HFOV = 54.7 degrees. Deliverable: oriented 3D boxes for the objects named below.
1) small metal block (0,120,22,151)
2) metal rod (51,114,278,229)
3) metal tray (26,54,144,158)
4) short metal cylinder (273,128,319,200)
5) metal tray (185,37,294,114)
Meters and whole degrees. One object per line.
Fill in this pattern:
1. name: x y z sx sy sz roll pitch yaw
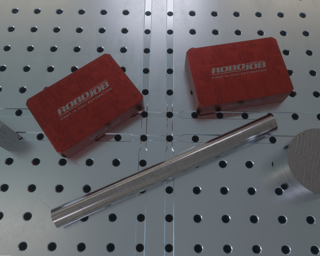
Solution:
1. small metal block: -0.215 -0.001 0.397 0.050 0.050 0.025 36 74 12
2. metal rod: 0.012 0.051 0.393 0.302 0.025 0.025 -23 72 -8
3. metal tray: -0.099 -0.032 0.420 0.131 0.030 0.090 -34 74 -12
4. short metal cylinder: 0.188 0.046 0.383 0.081 0.050 0.080 0 70 0
5. metal tray: 0.108 -0.075 0.437 0.131 0.030 0.090 -9 70 -4
